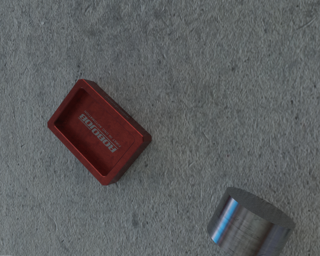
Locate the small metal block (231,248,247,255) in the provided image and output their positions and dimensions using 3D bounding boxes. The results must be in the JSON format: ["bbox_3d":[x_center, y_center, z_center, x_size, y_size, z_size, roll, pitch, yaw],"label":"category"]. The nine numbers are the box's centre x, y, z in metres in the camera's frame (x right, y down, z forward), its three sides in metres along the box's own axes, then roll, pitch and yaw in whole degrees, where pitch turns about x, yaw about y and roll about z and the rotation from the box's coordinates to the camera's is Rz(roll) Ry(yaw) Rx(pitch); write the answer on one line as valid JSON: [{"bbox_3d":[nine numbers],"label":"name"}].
[{"bbox_3d":[0.102,0.174,0.360,0.050,0.050,0.025,29,100,17],"label":"small metal block"}]

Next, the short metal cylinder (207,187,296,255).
[{"bbox_3d":[0.100,0.108,0.344,0.080,0.080,0.050,28,99,18],"label":"short metal cylinder"}]

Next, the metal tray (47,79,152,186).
[{"bbox_3d":[-0.087,0.005,0.436,0.130,0.030,0.090,43,103,14],"label":"metal tray"}]
